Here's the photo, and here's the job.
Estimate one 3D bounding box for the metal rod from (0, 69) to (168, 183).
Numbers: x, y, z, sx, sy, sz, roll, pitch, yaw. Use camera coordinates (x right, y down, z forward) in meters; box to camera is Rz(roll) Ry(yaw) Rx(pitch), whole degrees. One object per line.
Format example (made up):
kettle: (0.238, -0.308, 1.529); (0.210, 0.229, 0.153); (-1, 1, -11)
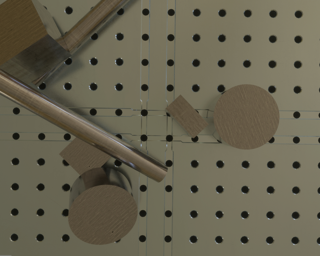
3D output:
metal rod: (-0.118, -0.014, 0.366); (0.301, 0.025, 0.025); (32, 90, -19)

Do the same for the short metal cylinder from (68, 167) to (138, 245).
short metal cylinder: (-0.072, 0.096, 0.387); (0.081, 0.050, 0.079); (-4, 107, -13)

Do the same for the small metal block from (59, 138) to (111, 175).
small metal block: (-0.095, 0.034, 0.413); (0.050, 0.025, 0.050); (-45, 90, 0)

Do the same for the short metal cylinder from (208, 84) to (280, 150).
short metal cylinder: (0.105, -0.014, 0.401); (0.081, 0.050, 0.080); (0, 90, 0)

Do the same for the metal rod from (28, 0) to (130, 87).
metal rod: (-0.062, -0.167, 0.412); (0.300, 0.025, 0.025); (-44, 90, 0)

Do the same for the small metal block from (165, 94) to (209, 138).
small metal block: (0.033, -0.014, 0.401); (0.025, 0.050, 0.050); (-43, 90, 0)

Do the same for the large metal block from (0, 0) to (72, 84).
large metal block: (-0.170, -0.109, 0.383); (0.080, 0.050, 0.080); (-32, 69, 5)
